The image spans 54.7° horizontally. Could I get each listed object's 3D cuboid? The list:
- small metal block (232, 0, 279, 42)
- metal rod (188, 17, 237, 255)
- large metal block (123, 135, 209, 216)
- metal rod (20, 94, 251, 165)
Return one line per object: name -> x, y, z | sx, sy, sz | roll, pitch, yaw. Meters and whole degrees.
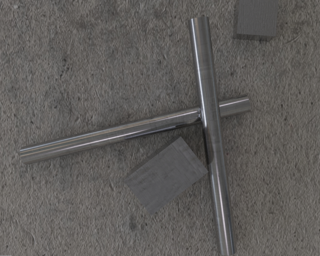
small metal block -> 0.126, -0.145, 0.411 | 0.050, 0.025, 0.050 | 4, 90, 0
metal rod -> 0.067, 0.017, 0.389 | 0.025, 0.025, 0.298 | -9, 98, 0
large metal block -> 0.007, 0.053, 0.383 | 0.080, 0.080, 0.050 | -38, 90, 0
metal rod -> -0.031, 0.002, 0.409 | 0.302, 0.025, 0.025 | -13, 90, 0
